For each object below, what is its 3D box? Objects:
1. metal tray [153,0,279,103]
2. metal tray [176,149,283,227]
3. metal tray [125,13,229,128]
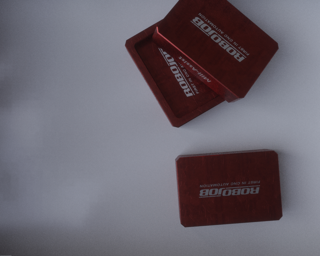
[{"bbox_3d":[0.068,-0.105,0.380,0.130,0.030,0.090,38,78,-5],"label":"metal tray"},{"bbox_3d":[0.089,0.078,0.409,0.131,0.030,0.089,-4,90,0],"label":"metal tray"},{"bbox_3d":[0.025,-0.076,0.408,0.090,0.030,0.130,-31,90,0],"label":"metal tray"}]
